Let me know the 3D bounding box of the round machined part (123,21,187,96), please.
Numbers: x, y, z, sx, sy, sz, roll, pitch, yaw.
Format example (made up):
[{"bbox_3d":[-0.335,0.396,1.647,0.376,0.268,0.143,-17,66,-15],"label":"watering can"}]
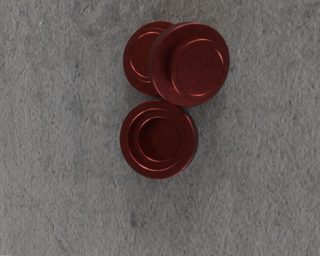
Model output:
[{"bbox_3d":[-0.004,-0.090,0.401,0.098,0.042,0.097,0,90,19],"label":"round machined part"}]

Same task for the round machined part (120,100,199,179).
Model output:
[{"bbox_3d":[0.002,0.014,0.398,0.098,0.042,0.097,0,91,20],"label":"round machined part"}]

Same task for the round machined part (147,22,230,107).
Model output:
[{"bbox_3d":[0.038,-0.070,0.357,0.099,0.042,0.097,-8,114,-17],"label":"round machined part"}]
